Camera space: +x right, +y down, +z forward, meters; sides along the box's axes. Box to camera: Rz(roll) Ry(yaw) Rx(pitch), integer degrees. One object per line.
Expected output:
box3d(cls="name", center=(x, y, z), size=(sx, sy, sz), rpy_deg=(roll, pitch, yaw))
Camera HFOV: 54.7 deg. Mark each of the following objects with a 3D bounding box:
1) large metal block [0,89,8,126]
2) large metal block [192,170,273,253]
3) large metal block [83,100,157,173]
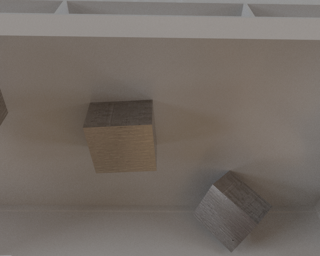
box3d(cls="large metal block", center=(-0.222, -0.025, 0.349), size=(0.050, 0.080, 0.079), rpy_deg=(2, 130, -2))
box3d(cls="large metal block", center=(0.108, 0.127, 0.475), size=(0.080, 0.050, 0.079), rpy_deg=(41, 131, 22))
box3d(cls="large metal block", center=(-0.047, 0.012, 0.402), size=(0.080, 0.050, 0.080), rpy_deg=(-3, 130, 2))
